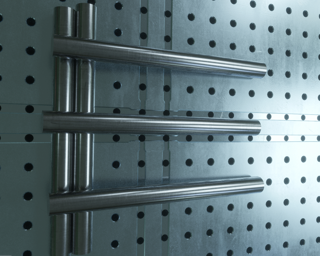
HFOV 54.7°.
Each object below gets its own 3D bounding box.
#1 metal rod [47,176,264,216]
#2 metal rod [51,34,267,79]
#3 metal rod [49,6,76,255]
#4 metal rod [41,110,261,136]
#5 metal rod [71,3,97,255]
[{"bbox_3d":[0.014,0.085,0.404,0.303,0.025,0.025,1,90,-26],"label":"metal rod"},{"bbox_3d":[0.018,-0.089,0.405,0.303,0.025,0.025,1,90,-26],"label":"metal rod"},{"bbox_3d":[-0.117,0.008,0.369,0.025,0.025,0.298,1,90,-20],"label":"metal rod"},{"bbox_3d":[0.009,-0.004,0.401,0.303,0.025,0.025,1,90,-26],"label":"metal rod"},{"bbox_3d":[-0.093,0.001,0.378,0.025,0.025,0.298,1,90,-20],"label":"metal rod"}]
